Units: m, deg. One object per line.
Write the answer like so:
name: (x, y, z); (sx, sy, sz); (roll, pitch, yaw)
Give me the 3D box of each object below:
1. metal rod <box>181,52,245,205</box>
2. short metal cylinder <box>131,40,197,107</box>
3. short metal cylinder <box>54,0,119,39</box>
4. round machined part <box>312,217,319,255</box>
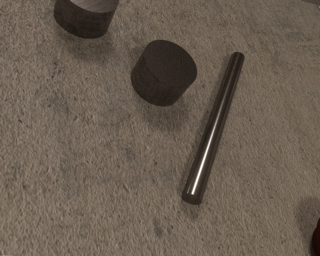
metal rod: (0.089, -0.021, 0.466); (0.025, 0.025, 0.301); (32, 51, -8)
short metal cylinder: (0.005, -0.077, 0.439); (0.081, 0.050, 0.080); (14, 56, -21)
short metal cylinder: (-0.105, -0.174, 0.439); (0.081, 0.050, 0.080); (14, 56, -21)
round machined part: (0.255, 0.166, 0.432); (0.099, 0.042, 0.098); (14, 56, -21)
